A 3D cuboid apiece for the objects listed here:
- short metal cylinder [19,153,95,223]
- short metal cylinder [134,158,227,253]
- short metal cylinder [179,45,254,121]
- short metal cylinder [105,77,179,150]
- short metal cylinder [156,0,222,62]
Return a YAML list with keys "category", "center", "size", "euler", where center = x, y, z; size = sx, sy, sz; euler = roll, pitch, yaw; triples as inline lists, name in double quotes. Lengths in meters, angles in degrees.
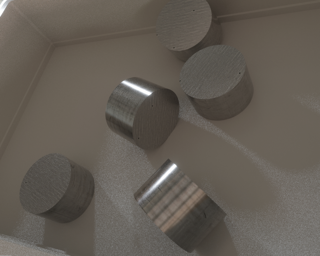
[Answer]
- category: "short metal cylinder"
  center: [-0.135, 0.080, 0.410]
  size: [0.080, 0.050, 0.080]
  euler: [-13, 56, 20]
- category: "short metal cylinder"
  center: [0.020, 0.076, 0.312]
  size: [0.050, 0.080, 0.080]
  euler: [-46, 51, -4]
- category: "short metal cylinder"
  center: [0.071, -0.056, 0.386]
  size: [0.080, 0.050, 0.080]
  euler: [-13, 56, 20]
- category: "short metal cylinder"
  center: [-0.021, -0.019, 0.392]
  size: [0.050, 0.080, 0.080]
  euler: [27, 77, 37]
- category: "short metal cylinder"
  center: [0.041, -0.138, 0.436]
  size: [0.080, 0.050, 0.080]
  euler: [-4, 80, 26]
